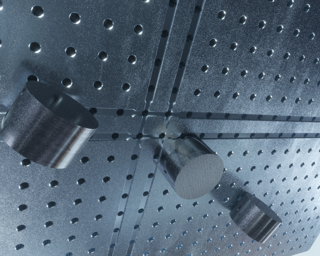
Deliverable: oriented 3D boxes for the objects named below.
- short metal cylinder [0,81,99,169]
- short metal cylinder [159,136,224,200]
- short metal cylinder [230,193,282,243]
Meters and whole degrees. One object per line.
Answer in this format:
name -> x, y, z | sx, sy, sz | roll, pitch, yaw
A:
short metal cylinder -> -0.111, -0.004, 0.313 | 0.080, 0.080, 0.050 | 30, 102, -38
short metal cylinder -> 0.046, 0.058, 0.459 | 0.081, 0.050, 0.079 | -14, 124, -21
short metal cylinder -> 0.178, 0.167, 0.580 | 0.080, 0.080, 0.050 | 28, 103, -38
